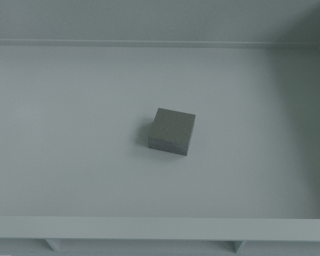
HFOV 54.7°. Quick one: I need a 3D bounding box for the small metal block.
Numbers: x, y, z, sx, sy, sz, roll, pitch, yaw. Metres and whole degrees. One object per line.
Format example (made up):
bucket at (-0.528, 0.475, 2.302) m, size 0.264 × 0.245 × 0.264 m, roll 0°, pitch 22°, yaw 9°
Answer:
small metal block at (0.016, 0.004, 0.402) m, size 0.050 × 0.025 × 0.050 m, roll 11°, pitch 51°, yaw 9°
